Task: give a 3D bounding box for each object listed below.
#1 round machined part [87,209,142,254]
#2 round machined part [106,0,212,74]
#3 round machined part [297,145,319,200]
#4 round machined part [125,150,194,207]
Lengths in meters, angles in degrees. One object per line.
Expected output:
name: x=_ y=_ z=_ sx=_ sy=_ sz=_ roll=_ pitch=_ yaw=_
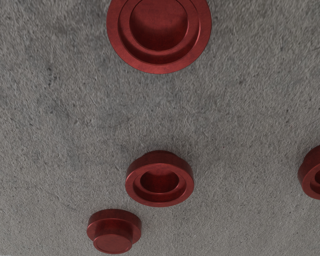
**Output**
round machined part: x=-0.083 y=0.192 z=0.558 sx=0.099 sy=0.042 sz=0.097 roll=0 pitch=130 yaw=0
round machined part: x=-0.001 y=-0.106 z=0.306 sx=0.099 sy=0.042 sz=0.097 roll=0 pitch=130 yaw=0
round machined part: x=0.249 y=0.058 z=0.448 sx=0.099 sy=0.042 sz=0.097 roll=0 pitch=130 yaw=0
round machined part: x=0.000 y=0.071 z=0.456 sx=0.099 sy=0.042 sz=0.097 roll=0 pitch=130 yaw=0
